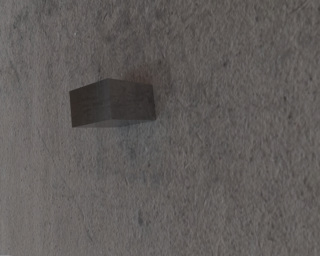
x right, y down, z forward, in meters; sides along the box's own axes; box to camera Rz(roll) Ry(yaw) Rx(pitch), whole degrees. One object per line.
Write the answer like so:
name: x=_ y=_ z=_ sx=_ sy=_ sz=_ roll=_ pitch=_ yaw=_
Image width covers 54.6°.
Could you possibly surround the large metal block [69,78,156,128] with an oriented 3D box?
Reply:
large metal block: x=-0.064 y=-0.030 z=0.423 sx=0.080 sy=0.081 sz=0.050 roll=-9 pitch=84 yaw=40
